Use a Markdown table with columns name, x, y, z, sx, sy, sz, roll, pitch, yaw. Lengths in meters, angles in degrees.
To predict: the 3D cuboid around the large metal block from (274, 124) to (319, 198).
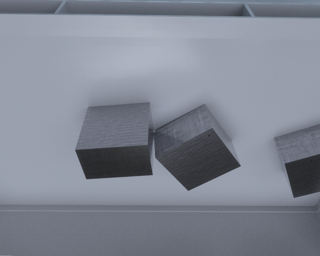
| name | x | y | z | sx | sy | sz | roll | pitch | yaw |
| --- | --- | --- | --- | --- | --- | --- | --- | --- | --- |
| large metal block | 0.214 | 0.045 | 0.433 | 0.080 | 0.050 | 0.080 | -19 | 128 | 15 |

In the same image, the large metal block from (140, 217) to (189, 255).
| name | x | y | z | sx | sy | sz | roll | pitch | yaw |
| --- | --- | --- | --- | --- | --- | --- | --- | --- | --- |
| large metal block | 0.006 | 0.212 | 0.556 | 0.081 | 0.080 | 0.050 | 6 | 130 | -6 |

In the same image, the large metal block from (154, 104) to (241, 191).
| name | x | y | z | sx | sy | sz | roll | pitch | yaw |
| --- | --- | --- | --- | --- | --- | --- | --- | --- | --- |
| large metal block | 0.048 | 0.028 | 0.413 | 0.080 | 0.050 | 0.080 | -30 | 125 | 18 |

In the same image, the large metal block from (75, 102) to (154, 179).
| name | x | y | z | sx | sy | sz | roll | pitch | yaw |
| --- | --- | --- | --- | --- | --- | --- | --- | --- | --- |
| large metal block | -0.051 | 0.014 | 0.384 | 0.080 | 0.080 | 0.050 | -4 | 130 | 3 |
